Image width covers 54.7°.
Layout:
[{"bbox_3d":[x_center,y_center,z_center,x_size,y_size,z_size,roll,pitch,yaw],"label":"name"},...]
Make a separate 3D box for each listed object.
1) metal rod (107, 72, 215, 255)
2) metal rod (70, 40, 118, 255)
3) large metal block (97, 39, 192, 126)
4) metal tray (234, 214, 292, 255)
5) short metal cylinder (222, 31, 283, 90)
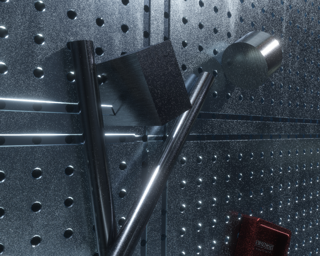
[{"bbox_3d":[0.009,0.040,0.400,0.025,0.025,0.300,47,56,-30],"label":"metal rod"},{"bbox_3d":[-0.069,0.054,0.352,0.025,0.025,0.298,-11,97,-40],"label":"metal rod"},{"bbox_3d":[-0.019,-0.049,0.359,0.050,0.080,0.080,-32,110,-36],"label":"large metal block"},{"bbox_3d":[0.191,0.219,0.570,0.131,0.030,0.090,28,72,-37],"label":"metal tray"},{"bbox_3d":[0.148,-0.109,0.500,0.050,0.080,0.080,-39,114,-34],"label":"short metal cylinder"}]
